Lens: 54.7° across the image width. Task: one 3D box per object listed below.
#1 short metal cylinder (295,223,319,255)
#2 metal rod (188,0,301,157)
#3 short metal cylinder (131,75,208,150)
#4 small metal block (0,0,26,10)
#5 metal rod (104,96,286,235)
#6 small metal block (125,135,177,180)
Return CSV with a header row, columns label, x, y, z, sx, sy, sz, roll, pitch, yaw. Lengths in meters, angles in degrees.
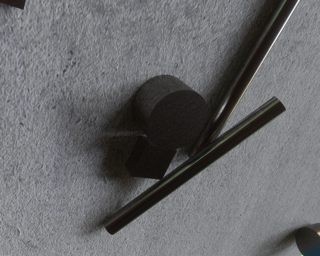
label,x,y,z,sx,sy,sz,roll,pitch,yaw
short metal cylinder,0.379,0.275,0.748,0.050,0.080,0.079,-4,120,-27
metal rod,0.121,-0.080,0.422,0.025,0.025,0.298,17,110,-35
short metal cylinder,0.011,-0.020,0.384,0.081,0.050,0.079,-14,124,-21
small metal block,-0.134,-0.132,0.252,0.050,0.025,0.050,10,114,-33
metal rod,0.044,0.057,0.438,0.300,0.025,0.025,-37,130,7
small metal block,-0.013,0.042,0.426,0.050,0.025,0.050,13,112,-34
